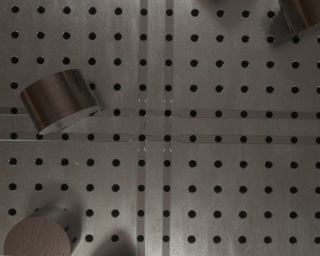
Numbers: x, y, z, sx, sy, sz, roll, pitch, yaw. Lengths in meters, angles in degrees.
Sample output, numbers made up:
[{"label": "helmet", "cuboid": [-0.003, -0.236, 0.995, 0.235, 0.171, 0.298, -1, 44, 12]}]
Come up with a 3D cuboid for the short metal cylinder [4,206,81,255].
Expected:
[{"label": "short metal cylinder", "cuboid": [-0.149, 0.147, 0.399, 0.081, 0.050, 0.079, 0, 90, -1]}]

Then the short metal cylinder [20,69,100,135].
[{"label": "short metal cylinder", "cuboid": [-0.123, -0.032, 0.384, 0.080, 0.080, 0.050, -27, 90, 0]}]

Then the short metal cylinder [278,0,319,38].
[{"label": "short metal cylinder", "cuboid": [0.198, -0.154, 0.388, 0.080, 0.080, 0.050, -22, 90, 0]}]
